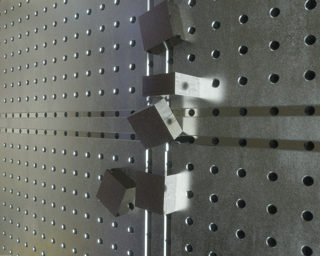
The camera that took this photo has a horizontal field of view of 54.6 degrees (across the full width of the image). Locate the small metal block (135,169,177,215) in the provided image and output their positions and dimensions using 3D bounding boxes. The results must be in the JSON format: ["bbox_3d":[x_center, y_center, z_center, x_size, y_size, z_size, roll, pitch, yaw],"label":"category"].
[{"bbox_3d":[-0.006,0.084,0.415,0.050,0.025,0.050,5,93,40],"label":"small metal block"}]

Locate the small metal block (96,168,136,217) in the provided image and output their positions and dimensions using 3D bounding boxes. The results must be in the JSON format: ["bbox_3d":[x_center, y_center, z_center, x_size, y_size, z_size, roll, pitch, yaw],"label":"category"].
[{"bbox_3d":[-0.065,0.095,0.464,0.050,0.025,0.050,35,112,34],"label":"small metal block"}]

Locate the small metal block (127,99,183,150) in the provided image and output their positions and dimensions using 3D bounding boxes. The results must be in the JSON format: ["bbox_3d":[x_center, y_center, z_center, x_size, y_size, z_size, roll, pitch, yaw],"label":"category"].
[{"bbox_3d":[-0.007,-0.005,0.404,0.050,0.025,0.050,-22,103,38],"label":"small metal block"}]

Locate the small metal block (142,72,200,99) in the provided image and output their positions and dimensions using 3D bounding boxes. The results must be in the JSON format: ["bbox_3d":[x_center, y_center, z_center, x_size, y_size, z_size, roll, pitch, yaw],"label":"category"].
[{"bbox_3d":[0.014,-0.051,0.383,0.050,0.050,0.025,1,90,40],"label":"small metal block"}]

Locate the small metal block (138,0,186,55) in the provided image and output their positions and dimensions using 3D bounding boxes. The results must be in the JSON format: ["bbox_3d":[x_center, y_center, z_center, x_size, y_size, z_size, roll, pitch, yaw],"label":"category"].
[{"bbox_3d":[0.002,-0.131,0.409,0.050,0.025,0.050,-17,79,39],"label":"small metal block"}]
